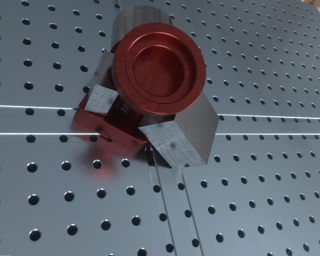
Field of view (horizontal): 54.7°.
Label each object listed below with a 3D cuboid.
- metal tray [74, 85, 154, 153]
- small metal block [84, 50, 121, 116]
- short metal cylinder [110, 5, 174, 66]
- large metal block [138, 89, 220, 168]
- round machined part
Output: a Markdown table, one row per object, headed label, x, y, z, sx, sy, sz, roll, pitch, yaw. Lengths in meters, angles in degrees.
| label | x | y | z | sx | sy | sz | roll | pitch | yaw |
| --- | --- | --- | --- | --- | --- | --- | --- | --- | --- |
| metal tray | -0.041 | -0.042 | 0.410 | 0.090 | 0.030 | 0.130 | 30 | 52 | -9 |
| small metal block | -0.062 | -0.050 | 0.350 | 0.025 | 0.050 | 0.050 | 18 | 55 | -19 |
| short metal cylinder | -0.021 | -0.103 | 0.387 | 0.081 | 0.080 | 0.050 | 13 | 57 | -22 |
| large metal block | 0.028 | -0.007 | 0.390 | 0.080 | 0.050 | 0.080 | 52 | 44 | -32 |
| round machined part | -0.004 | -0.059 | 0.337 | 0.099 | 0.042 | 0.097 | 3 | 81 | -17 |
